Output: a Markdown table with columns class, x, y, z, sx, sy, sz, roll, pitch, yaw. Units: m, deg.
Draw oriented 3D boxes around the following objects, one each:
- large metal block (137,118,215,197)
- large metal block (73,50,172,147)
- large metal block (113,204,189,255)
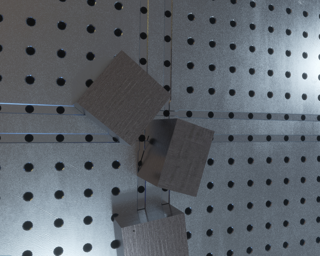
| class | x | y | z | sx | sy | sz | roll | pitch | yaw |
| --- | --- | --- | --- | --- | --- | --- | --- | --- | --- |
| large metal block | 0.017 | 0.034 | 0.391 | 0.050 | 0.080 | 0.080 | 19 | 84 | -20 |
| large metal block | -0.047 | -0.034 | 0.383 | 0.080 | 0.050 | 0.080 | 41 | 77 | -16 |
| large metal block | -0.011 | 0.150 | 0.396 | 0.081 | 0.050 | 0.079 | -7 | 93 | -20 |
